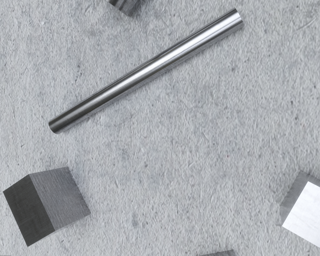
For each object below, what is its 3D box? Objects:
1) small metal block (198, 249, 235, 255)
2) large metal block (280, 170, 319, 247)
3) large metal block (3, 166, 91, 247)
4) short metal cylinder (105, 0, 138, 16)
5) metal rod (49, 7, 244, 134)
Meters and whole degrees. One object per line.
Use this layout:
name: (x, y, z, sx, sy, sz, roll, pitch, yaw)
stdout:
small metal block: (0.073, 0.184, 0.383, 0.050, 0.025, 0.050, -19, 84, 19)
large metal block: (0.175, 0.090, 0.318, 0.080, 0.080, 0.050, 28, 100, 17)
large metal block: (-0.155, 0.106, 0.434, 0.050, 0.080, 0.080, -33, 80, 17)
short metal cylinder: (-0.062, -0.191, 0.402, 0.080, 0.080, 0.050, 40, 103, 15)
metal rod: (-0.031, -0.068, 0.419, 0.300, 0.025, 0.025, -28, 81, 17)
